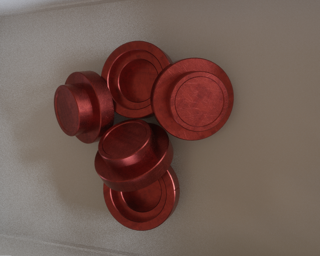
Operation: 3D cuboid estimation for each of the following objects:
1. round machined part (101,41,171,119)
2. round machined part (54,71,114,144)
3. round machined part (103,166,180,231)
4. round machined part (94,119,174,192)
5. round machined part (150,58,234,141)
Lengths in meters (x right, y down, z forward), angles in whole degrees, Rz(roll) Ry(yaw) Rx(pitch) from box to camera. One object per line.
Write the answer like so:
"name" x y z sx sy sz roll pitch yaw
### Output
"round machined part" -0.024 -0.061 0.407 0.098 0.042 0.097 0 90 20
"round machined part" -0.107 -0.026 0.414 0.098 0.042 0.097 17 113 44
"round machined part" -0.021 0.080 0.406 0.098 0.042 0.097 0 90 20
"round machined part" -0.036 0.026 0.382 0.098 0.098 0.042 -7 132 20
"round machined part" 0.040 -0.033 0.361 0.099 0.042 0.097 -2 101 -10
